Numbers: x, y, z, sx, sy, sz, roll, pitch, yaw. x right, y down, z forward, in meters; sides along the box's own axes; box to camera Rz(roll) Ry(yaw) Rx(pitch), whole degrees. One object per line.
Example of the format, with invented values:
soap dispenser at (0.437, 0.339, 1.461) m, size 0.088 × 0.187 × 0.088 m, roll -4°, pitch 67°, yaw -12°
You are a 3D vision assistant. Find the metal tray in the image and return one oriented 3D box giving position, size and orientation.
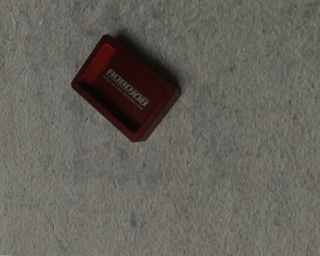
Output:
metal tray at (-0.048, -0.054, 0.422) m, size 0.130 × 0.030 × 0.090 m, roll 41°, pitch 102°, yaw 15°
